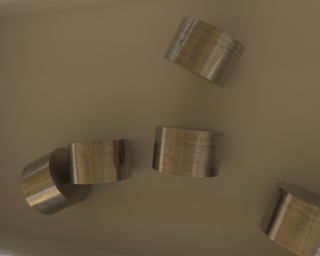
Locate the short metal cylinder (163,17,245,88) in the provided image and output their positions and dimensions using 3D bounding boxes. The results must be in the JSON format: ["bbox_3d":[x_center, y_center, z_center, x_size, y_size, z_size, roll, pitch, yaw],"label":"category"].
[{"bbox_3d":[0.051,-0.087,0.363,0.080,0.080,0.050,30,100,17],"label":"short metal cylinder"}]

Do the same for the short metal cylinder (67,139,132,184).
[{"bbox_3d":[-0.079,0.042,0.408,0.080,0.080,0.050,-5,89,19],"label":"short metal cylinder"}]

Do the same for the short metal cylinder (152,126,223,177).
[{"bbox_3d":[0.033,0.026,0.369,0.080,0.080,0.050,6,92,19],"label":"short metal cylinder"}]

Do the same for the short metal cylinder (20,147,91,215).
[{"bbox_3d":[-0.142,0.073,0.430,0.050,0.080,0.080,-27,81,18],"label":"short metal cylinder"}]

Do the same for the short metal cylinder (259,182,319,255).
[{"bbox_3d":[0.154,0.097,0.327,0.080,0.080,0.050,22,97,18],"label":"short metal cylinder"}]
